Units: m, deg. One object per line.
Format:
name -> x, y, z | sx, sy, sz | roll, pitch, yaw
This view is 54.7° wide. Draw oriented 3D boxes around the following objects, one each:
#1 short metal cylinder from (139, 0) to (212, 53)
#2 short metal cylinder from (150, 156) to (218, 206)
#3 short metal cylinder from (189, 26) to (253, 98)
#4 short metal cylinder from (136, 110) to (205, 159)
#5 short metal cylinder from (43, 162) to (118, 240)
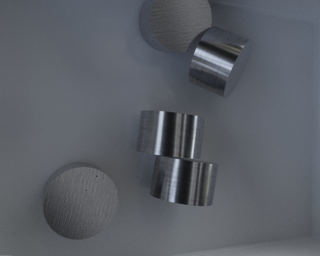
short metal cylinder -> 0.018, -0.138, 0.396 | 0.081, 0.050, 0.079 | -5, 105, -20
short metal cylinder -> 0.030, 0.064, 0.394 | 0.081, 0.080, 0.050 | 10, 87, -20
short metal cylinder -> 0.080, -0.085, 0.405 | 0.050, 0.080, 0.080 | 28, 79, 19
short metal cylinder -> 0.013, 0.008, 0.387 | 0.081, 0.080, 0.050 | 7, 88, -20
short metal cylinder -> -0.094, 0.082, 0.363 | 0.081, 0.050, 0.079 | 0, 90, -21
